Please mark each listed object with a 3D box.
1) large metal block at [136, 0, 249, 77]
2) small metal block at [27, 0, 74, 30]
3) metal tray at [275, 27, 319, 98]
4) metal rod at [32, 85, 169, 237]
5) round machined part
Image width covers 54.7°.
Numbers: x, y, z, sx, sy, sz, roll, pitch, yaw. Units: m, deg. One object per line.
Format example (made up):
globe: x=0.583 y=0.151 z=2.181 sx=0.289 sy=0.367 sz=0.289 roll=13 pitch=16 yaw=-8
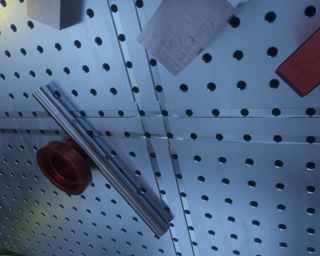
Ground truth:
large metal block: x=0.035 y=-0.105 z=0.292 sx=0.050 sy=0.080 sz=0.080 roll=44 pitch=129 yaw=-2
small metal block: x=-0.136 y=-0.157 z=0.384 sx=0.050 sy=0.025 sz=0.050 roll=25 pitch=127 yaw=12
metal tray: x=0.155 y=-0.085 z=0.232 sx=0.030 sy=0.091 sz=0.129 roll=48 pitch=130 yaw=9
metal rod: x=-0.089 y=0.057 z=0.491 sx=0.025 sy=0.025 sz=0.300 roll=-33 pitch=100 yaw=38
round machined part: x=-0.150 y=0.060 z=0.509 sx=0.098 sy=0.042 sz=0.097 roll=18 pitch=131 yaw=22
